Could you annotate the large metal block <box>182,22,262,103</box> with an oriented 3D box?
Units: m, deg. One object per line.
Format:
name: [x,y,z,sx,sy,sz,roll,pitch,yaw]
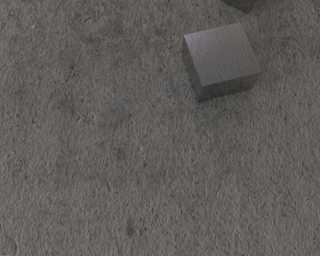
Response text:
large metal block: [0.081,-0.090,0.428,0.081,0.050,0.080,-15,71,-5]

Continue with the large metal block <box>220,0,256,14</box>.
large metal block: [0.139,-0.236,0.466,0.050,0.080,0.080,32,73,11]
